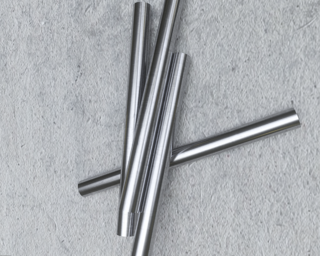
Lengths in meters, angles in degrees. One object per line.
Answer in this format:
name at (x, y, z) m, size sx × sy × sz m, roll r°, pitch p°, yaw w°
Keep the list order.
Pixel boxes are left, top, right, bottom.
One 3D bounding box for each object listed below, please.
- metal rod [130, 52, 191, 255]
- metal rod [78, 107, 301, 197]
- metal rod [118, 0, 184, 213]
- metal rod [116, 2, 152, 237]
metal rod at (-0.002, 0.052, 0.379) m, size 0.025 × 0.025 × 0.299 m, roll 9°, pitch 82°, yaw 20°
metal rod at (0.023, 0.038, 0.400) m, size 0.300 × 0.025 × 0.025 m, roll -21°, pitch 83°, yaw 18°
metal rod at (-0.006, -0.048, 0.382) m, size 0.025 × 0.025 × 0.299 m, roll 9°, pitch 82°, yaw 20°
metal rod at (-0.033, -0.016, 0.402) m, size 0.025 × 0.025 × 0.298 m, roll 1°, pitch 84°, yaw 20°
